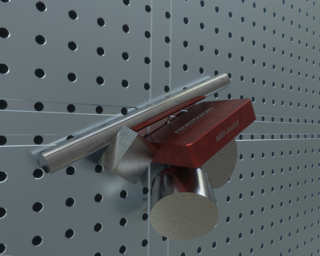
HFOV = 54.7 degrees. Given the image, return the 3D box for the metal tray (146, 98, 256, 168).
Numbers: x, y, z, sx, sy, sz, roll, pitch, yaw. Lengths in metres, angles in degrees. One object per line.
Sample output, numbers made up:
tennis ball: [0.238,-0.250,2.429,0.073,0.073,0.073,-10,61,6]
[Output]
metal tray: [0.053,0.002,0.406,0.131,0.090,0.030,-33,111,-35]

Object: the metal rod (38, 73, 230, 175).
metal rod: [-0.008,-0.020,0.398,0.302,0.025,0.025,-27,107,-37]

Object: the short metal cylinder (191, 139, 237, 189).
short metal cylinder: [0.065,0.040,0.436,0.081,0.050,0.079,-11,106,-42]

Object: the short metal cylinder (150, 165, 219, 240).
short metal cylinder: [0.028,0.092,0.384,0.080,0.080,0.050,55,17,-26]

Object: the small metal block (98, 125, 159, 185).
small metal block: [-0.035,0.032,0.359,0.050,0.025,0.050,-56,143,-7]
